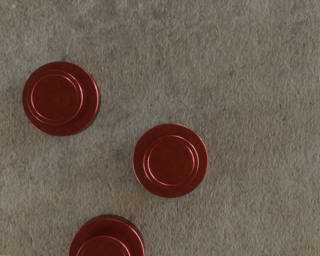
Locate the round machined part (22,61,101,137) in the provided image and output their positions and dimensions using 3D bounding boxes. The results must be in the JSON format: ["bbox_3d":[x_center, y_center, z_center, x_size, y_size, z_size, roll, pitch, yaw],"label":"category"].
[{"bbox_3d":[-0.129,-0.038,0.400,0.099,0.042,0.097,0,90,-1],"label":"round machined part"}]

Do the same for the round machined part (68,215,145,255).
[{"bbox_3d":[-0.070,0.166,0.401,0.099,0.042,0.097,0,90,-1],"label":"round machined part"}]

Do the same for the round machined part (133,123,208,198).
[{"bbox_3d":[0.014,0.042,0.402,0.099,0.042,0.097,0,90,-1],"label":"round machined part"}]
